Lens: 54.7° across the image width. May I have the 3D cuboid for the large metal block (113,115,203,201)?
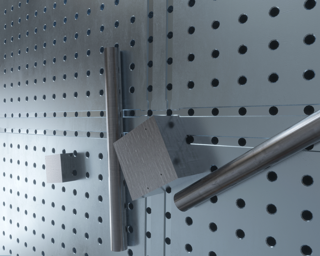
[{"bbox_3d":[-0.005,0.038,0.397,0.080,0.050,0.080,-33,69,35],"label":"large metal block"}]

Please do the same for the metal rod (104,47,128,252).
[{"bbox_3d":[-0.066,0.030,0.464,0.025,0.025,0.298,-4,88,40],"label":"metal rod"}]

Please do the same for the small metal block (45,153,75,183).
[{"bbox_3d":[-0.181,0.072,0.560,0.050,0.025,0.050,-10,84,39],"label":"small metal block"}]

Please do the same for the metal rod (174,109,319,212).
[{"bbox_3d":[0.125,0.015,0.306,0.299,0.025,0.025,-38,67,33],"label":"metal rod"}]
